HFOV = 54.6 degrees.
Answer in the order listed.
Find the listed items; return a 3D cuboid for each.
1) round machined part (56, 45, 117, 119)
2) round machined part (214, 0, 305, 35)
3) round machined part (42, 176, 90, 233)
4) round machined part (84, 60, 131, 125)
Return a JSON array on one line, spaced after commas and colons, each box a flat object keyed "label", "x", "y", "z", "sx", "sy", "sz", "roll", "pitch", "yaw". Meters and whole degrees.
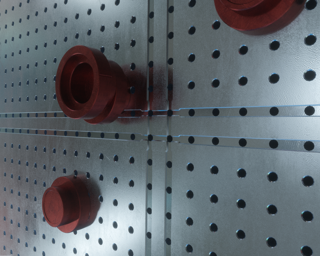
[{"label": "round machined part", "x": -0.098, "y": -0.061, "z": 0.426, "sx": 0.098, "sy": 0.042, "sz": 0.097, "roll": 0, "pitch": 90, "yaw": 40}, {"label": "round machined part", "x": 0.097, "y": -0.150, "z": 0.318, "sx": 0.098, "sy": 0.042, "sz": 0.097, "roll": 0, "pitch": 90, "yaw": 40}, {"label": "round machined part", "x": -0.169, "y": 0.134, "z": 0.540, "sx": 0.098, "sy": 0.042, "sz": 0.097, "roll": 0, "pitch": 90, "yaw": 40}, {"label": "round machined part", "x": -0.083, "y": -0.054, "z": 0.468, "sx": 0.098, "sy": 0.042, "sz": 0.097, "roll": 0, "pitch": 90, "yaw": 40}]
